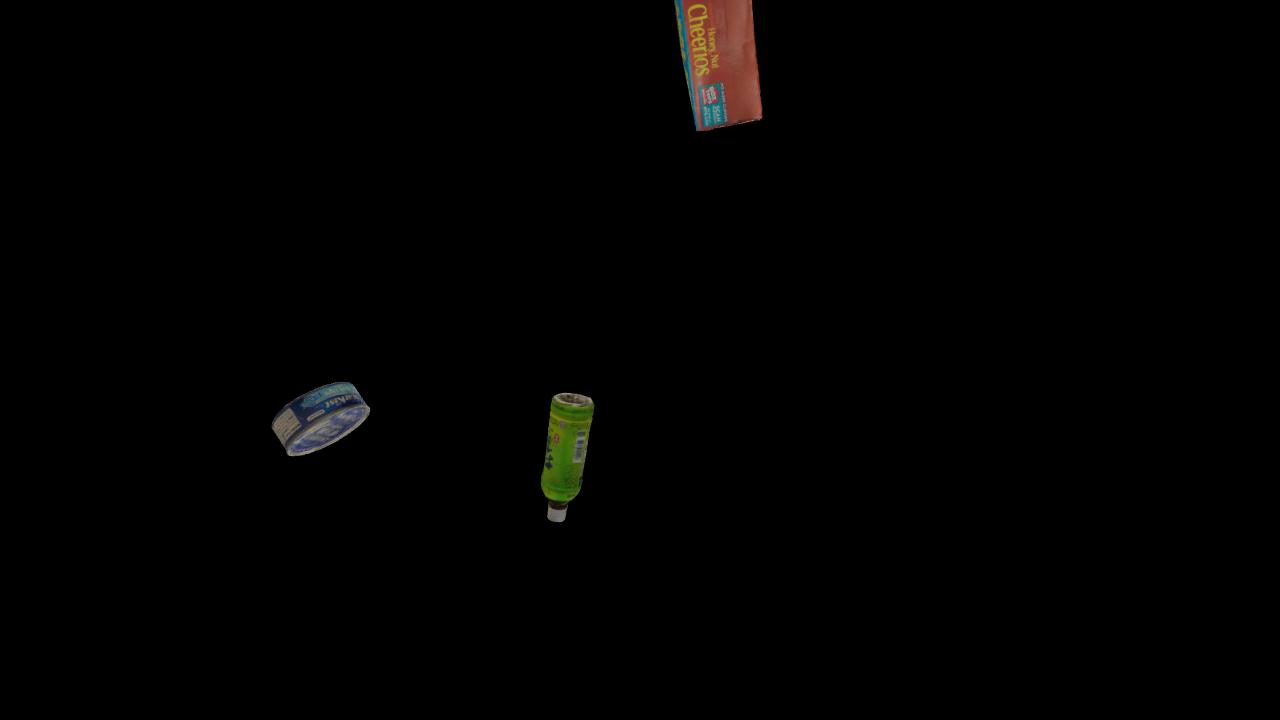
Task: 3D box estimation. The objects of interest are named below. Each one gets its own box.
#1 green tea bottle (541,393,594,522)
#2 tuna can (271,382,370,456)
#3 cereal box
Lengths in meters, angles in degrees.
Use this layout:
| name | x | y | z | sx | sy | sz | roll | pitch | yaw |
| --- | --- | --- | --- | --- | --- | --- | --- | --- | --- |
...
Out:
| name | x | y | z | sx | sy | sz | roll | pitch | yaw |
| --- | --- | --- | --- | --- | --- | --- | --- | --- | --- |
| green tea bottle | -0.122 | 0.163 | 1.003 | 0.073 | 0.212 | 0.073 | 9 | 11 | -2 |
| tuna can | -0.315 | 0.058 | 0.610 | 0.084 | 0.034 | 0.084 | -36 | -7 | -5 |
| cereal box | 0.083 | -0.400 | 0.707 | 0.081 | 0.203 | 0.306 | -7 | 31 | 10 |
